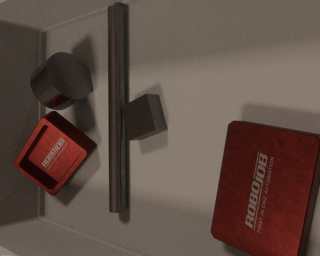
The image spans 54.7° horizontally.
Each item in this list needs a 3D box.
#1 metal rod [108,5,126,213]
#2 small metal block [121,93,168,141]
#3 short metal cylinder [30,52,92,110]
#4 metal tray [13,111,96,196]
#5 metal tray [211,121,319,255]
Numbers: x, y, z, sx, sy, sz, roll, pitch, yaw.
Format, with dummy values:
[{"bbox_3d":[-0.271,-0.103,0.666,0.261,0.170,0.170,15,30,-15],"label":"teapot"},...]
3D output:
[{"bbox_3d":[-0.063,-0.027,0.456,0.025,0.025,0.298,-1,89,39],"label":"metal rod"},{"bbox_3d":[-0.022,-0.014,0.423,0.050,0.025,0.050,-22,76,37],"label":"small metal block"},{"bbox_3d":[-0.158,-0.074,0.498,0.050,0.081,0.080,-22,76,37],"label":"short metal cylinder"},{"bbox_3d":[-0.178,0.045,0.518,0.090,0.030,0.129,40,119,-5],"label":"metal tray"},{"bbox_3d":[0.107,0.063,0.315,0.090,0.030,0.129,13,98,39],"label":"metal tray"}]
